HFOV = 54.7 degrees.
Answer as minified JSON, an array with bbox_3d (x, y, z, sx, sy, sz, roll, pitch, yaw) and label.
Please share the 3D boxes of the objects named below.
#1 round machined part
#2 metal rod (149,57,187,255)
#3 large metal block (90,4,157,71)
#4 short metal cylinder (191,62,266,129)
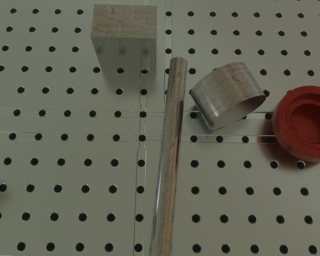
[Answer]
[{"bbox_3d":[0.196,-0.003,0.406,0.099,0.042,0.098,0,70,-1],"label":"round machined part"},{"bbox_3d":[0.012,0.044,0.395,0.025,0.025,0.299,6,70,2],"label":"metal rod"},{"bbox_3d":[-0.045,-0.121,0.426,0.081,0.080,0.050,1,70,0],"label":"large metal block"},{"bbox_3d":[0.087,-0.040,0.398,0.080,0.080,0.050,-23,72,-8],"label":"short metal cylinder"}]
